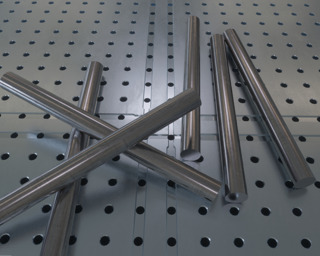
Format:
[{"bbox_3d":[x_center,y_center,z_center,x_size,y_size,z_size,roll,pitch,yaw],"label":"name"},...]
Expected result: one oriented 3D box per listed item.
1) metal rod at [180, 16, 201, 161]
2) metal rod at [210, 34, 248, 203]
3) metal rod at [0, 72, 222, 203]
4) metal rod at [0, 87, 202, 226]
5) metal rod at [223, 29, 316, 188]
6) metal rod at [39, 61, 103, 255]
[{"bbox_3d":[0.049,-0.081,0.476,0.025,0.025,0.300,4,50,3],"label":"metal rod"},{"bbox_3d":[0.092,-0.037,0.439,0.025,0.025,0.300,2,50,2],"label":"metal rod"},{"bbox_3d":[-0.067,0.005,0.376,0.301,0.025,0.025,27,55,11],"label":"metal rod"},{"bbox_3d":[-0.085,0.039,0.334,0.301,0.025,0.025,-31,56,-11],"label":"metal rod"},{"bbox_3d":[0.144,-0.050,0.450,0.025,0.025,0.300,-7,50,-5],"label":"metal rod"},{"bbox_3d":[-0.103,0.020,0.390,0.025,0.025,0.300,0,50,0],"label":"metal rod"}]
